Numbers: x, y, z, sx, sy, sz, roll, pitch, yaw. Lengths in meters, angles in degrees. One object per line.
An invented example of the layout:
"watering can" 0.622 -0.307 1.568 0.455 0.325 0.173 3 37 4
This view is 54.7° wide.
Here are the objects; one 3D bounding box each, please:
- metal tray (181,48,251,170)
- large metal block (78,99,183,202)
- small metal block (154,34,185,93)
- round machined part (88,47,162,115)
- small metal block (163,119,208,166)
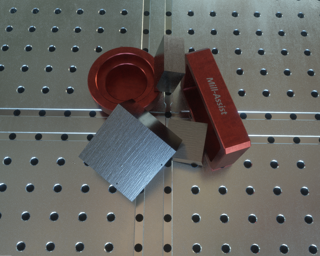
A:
"metal tray" 0.063 -0.021 0.386 0.030 0.090 0.130 -17 71 -6
"large metal block" -0.033 0.024 0.365 0.080 0.050 0.080 40 106 2
"small metal block" 0.011 -0.078 0.384 0.025 0.050 0.050 5 68 -13
"round machined part" -0.045 -0.058 0.423 0.099 0.042 0.098 0 70 -1
"small metal block" 0.034 0.018 0.400 0.050 0.025 0.050 8 74 14
